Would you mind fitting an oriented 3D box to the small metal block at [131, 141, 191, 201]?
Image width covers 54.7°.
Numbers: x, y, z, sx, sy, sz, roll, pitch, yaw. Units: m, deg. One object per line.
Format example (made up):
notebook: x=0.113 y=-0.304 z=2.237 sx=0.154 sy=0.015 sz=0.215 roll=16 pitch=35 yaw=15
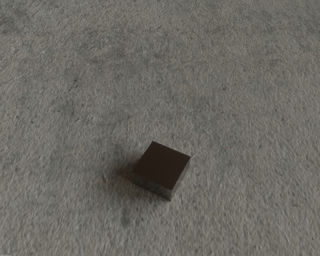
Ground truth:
small metal block: x=0.002 y=0.049 z=0.362 sx=0.050 sy=0.025 sz=0.050 roll=22 pitch=53 yaw=17
